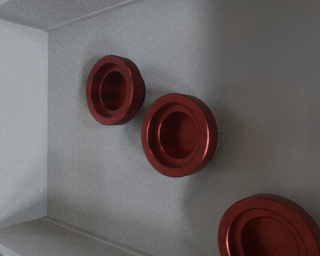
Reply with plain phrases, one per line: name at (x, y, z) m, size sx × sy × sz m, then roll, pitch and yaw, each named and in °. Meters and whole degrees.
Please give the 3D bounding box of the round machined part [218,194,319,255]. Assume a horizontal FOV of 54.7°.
round machined part at (0.110, 0.113, 0.305) m, size 0.098 × 0.042 × 0.097 m, roll 0°, pitch 90°, yaw 40°

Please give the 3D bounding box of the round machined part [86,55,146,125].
round machined part at (-0.059, -0.052, 0.445) m, size 0.098 × 0.042 × 0.097 m, roll 0°, pitch 90°, yaw 40°

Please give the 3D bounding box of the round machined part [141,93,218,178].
round machined part at (0.027, 0.008, 0.374) m, size 0.098 × 0.042 × 0.097 m, roll 0°, pitch 90°, yaw 40°
